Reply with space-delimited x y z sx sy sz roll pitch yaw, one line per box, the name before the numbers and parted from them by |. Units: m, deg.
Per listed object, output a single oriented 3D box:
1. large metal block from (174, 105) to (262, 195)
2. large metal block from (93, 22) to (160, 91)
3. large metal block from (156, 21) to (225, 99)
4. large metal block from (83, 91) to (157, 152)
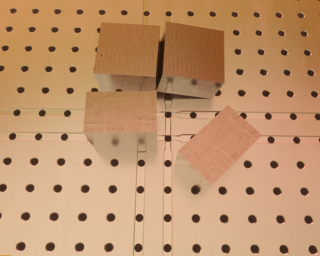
large metal block | 0.065 0.030 0.373 0.080 0.080 0.050 -41 76 -14
large metal block | -0.043 -0.097 0.433 0.081 0.050 0.080 4 70 1
large metal block | 0.041 -0.091 0.426 0.081 0.050 0.080 7 70 -8
large metal block | -0.044 -0.005 0.384 0.081 0.080 0.050 -1 70 -1
